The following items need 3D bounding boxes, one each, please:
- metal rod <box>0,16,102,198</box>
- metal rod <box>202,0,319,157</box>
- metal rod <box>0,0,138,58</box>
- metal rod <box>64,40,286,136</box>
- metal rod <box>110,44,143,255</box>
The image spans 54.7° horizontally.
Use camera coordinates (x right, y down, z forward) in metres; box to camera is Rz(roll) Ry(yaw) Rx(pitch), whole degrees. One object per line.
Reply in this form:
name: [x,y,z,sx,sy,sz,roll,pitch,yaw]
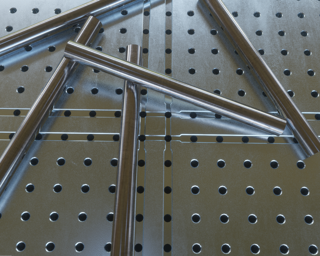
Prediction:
metal rod: [-0.157,-0.031,0.421,0.025,0.025,0.300,22,71,7]
metal rod: [0.138,-0.094,0.447,0.025,0.025,0.299,-25,72,-9]
metal rod: [-0.116,-0.176,0.474,0.302,0.025,0.025,-27,73,-10]
metal rod: [0.021,-0.052,0.411,0.302,0.025,0.025,20,71,-1]
metal rod: [-0.041,0.025,0.401,0.025,0.025,0.299,2,70,0]
